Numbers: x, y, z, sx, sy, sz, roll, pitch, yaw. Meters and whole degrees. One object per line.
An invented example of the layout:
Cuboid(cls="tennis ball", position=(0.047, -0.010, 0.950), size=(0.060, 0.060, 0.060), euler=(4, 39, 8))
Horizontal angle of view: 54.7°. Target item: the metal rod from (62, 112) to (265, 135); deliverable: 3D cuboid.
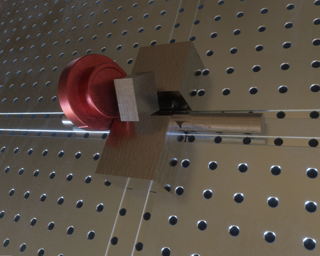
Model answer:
Cuboid(cls="metal rod", position=(-0.015, -0.010, 0.422), size=(0.300, 0.025, 0.025), euler=(2, 63, 29))

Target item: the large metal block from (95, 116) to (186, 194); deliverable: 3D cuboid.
Cuboid(cls="large metal block", position=(-0.022, 0.031, 0.385), size=(0.080, 0.050, 0.080), euler=(1, 62, 29))

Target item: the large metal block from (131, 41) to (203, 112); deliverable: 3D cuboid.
Cuboid(cls="large metal block", position=(0.008, -0.069, 0.431), size=(0.080, 0.050, 0.080), euler=(1, 62, 28))

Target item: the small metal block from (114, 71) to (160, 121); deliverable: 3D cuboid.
Cuboid(cls="small metal block", position=(-0.027, -0.039, 0.374), size=(0.025, 0.050, 0.050), euler=(1, 18, 29))

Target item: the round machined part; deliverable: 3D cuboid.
Cuboid(cls="round machined part", position=(-0.073, -0.045, 0.390), size=(0.042, 0.098, 0.098), euler=(-4, 59, 43))
